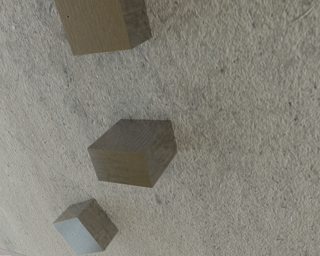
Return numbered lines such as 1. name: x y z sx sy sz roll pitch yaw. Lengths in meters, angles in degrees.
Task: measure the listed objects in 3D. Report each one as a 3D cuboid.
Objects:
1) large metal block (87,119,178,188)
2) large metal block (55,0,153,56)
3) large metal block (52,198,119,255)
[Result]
1. large metal block: -0.033 0.029 0.407 0.080 0.080 0.050 2 119 27
2. large metal block: -0.063 -0.130 0.344 0.080 0.050 0.080 1 119 27
3. large metal block: -0.139 0.185 0.579 0.080 0.050 0.080 -24 106 36
